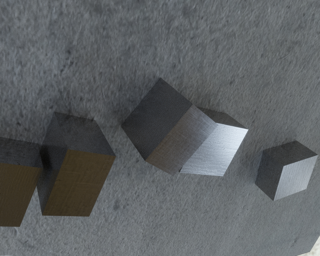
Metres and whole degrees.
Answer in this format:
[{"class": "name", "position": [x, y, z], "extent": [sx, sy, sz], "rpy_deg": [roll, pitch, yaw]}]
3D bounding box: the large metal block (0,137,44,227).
[{"class": "large metal block", "position": [-0.180, 0.055, 0.327], "extent": [0.081, 0.050, 0.080], "rpy_deg": [15, 111, -35]}]

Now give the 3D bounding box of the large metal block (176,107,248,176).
[{"class": "large metal block", "position": [0.064, 0.019, 0.439], "extent": [0.081, 0.050, 0.079], "rpy_deg": [10, 113, -33]}]

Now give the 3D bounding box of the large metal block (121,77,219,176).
[{"class": "large metal block", "position": [0.009, -0.003, 0.376], "extent": [0.050, 0.080, 0.080], "rpy_deg": [34, 99, -39]}]

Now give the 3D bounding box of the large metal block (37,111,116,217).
[{"class": "large metal block", "position": [-0.098, 0.039, 0.343], "extent": [0.050, 0.080, 0.079], "rpy_deg": [13, 112, -34]}]

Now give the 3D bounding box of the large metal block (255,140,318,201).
[{"class": "large metal block", "position": [0.230, 0.077, 0.567], "extent": [0.081, 0.050, 0.079], "rpy_deg": [-12, 124, -22]}]
